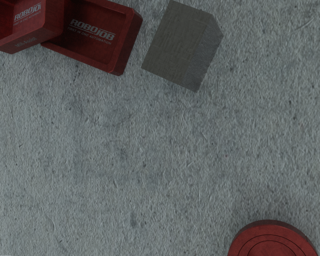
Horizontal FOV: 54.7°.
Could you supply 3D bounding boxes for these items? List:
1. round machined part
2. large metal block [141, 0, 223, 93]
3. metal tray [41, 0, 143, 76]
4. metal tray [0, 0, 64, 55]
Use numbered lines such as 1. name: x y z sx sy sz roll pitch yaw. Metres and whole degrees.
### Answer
1. round machined part: 0.129 0.153 0.354 0.098 0.042 0.097 0 90 19
2. large metal block: 0.030 -0.092 0.369 0.050 0.080 0.080 27 99 17
3. metal tray: -0.100 -0.138 0.439 0.130 0.030 0.089 24 98 18
4. metal tray: -0.192 -0.167 0.448 0.130 0.030 0.090 -6 80 34
